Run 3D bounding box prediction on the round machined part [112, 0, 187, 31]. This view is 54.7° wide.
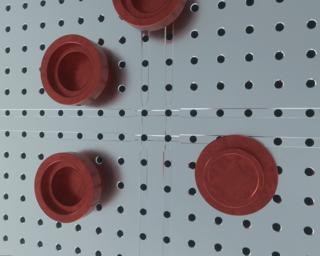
[{"bbox_3d":[-0.010,-0.176,0.406,0.098,0.042,0.097,0,90,19],"label":"round machined part"}]

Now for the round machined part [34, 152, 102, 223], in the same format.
[{"bbox_3d":[-0.127,0.083,0.447,0.098,0.042,0.097,0,90,19],"label":"round machined part"}]

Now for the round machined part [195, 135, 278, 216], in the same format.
[{"bbox_3d":[0.090,0.057,0.372,0.098,0.042,0.097,0,90,19],"label":"round machined part"}]

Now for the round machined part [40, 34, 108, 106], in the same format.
[{"bbox_3d":[-0.117,-0.080,0.443,0.098,0.042,0.097,0,90,19],"label":"round machined part"}]
